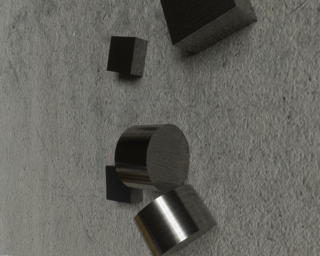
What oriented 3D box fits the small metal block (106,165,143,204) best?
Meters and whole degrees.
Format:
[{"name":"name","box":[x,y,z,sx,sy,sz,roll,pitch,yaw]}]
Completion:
[{"name":"small metal block","box":[-0.052,0.079,0.448,0.050,0.025,0.050,-3,88,40]}]

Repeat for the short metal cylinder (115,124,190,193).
[{"name":"short metal cylinder","box":[-0.008,0.036,0.376,0.050,0.081,0.080,-2,89,40]}]

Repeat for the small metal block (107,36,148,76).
[{"name":"small metal block","box":[-0.047,-0.103,0.444,0.050,0.025,0.050,16,100,39]}]

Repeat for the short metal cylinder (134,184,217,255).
[{"name":"short metal cylinder","box":[0.017,0.108,0.355,0.080,0.081,0.050,-48,62,29]}]

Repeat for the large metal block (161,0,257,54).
[{"name":"large metal block","box":[0.050,-0.142,0.347,0.080,0.050,0.080,-23,76,37]}]
